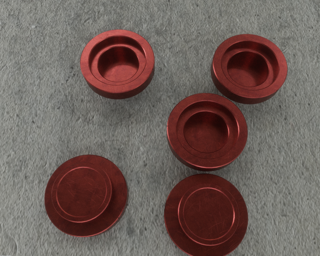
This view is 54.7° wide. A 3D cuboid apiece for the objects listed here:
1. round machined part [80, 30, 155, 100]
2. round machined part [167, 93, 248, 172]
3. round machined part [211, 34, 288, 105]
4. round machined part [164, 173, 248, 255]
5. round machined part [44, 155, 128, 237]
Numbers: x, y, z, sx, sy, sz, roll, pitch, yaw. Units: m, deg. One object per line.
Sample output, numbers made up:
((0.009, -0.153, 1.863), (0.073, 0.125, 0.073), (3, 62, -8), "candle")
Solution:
((-0.056, -0.083, 0.429), (0.099, 0.042, 0.098), (0, 70, 0), "round machined part")
((0.058, 0.008, 0.396), (0.099, 0.042, 0.098), (0, 70, 0), "round machined part")
((0.119, -0.077, 0.428), (0.099, 0.042, 0.098), (0, 70, 0), "round machined part")
((0.054, 0.101, 0.362), (0.099, 0.042, 0.098), (0, 70, 0), "round machined part")
((-0.089, 0.079, 0.370), (0.099, 0.042, 0.098), (0, 70, 0), "round machined part")
